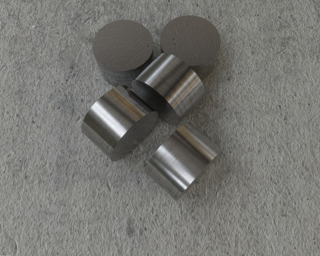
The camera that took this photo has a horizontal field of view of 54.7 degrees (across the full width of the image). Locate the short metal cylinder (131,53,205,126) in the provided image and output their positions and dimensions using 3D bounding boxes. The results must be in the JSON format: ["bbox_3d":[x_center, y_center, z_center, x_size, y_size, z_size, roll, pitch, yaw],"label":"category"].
[{"bbox_3d":[0.010,-0.048,0.397,0.080,0.080,0.050,39,75,13],"label":"short metal cylinder"}]

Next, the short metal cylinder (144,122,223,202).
[{"bbox_3d":[0.028,0.039,0.365,0.050,0.080,0.080,42,75,13],"label":"short metal cylinder"}]

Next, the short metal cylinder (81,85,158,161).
[{"bbox_3d":[-0.048,-0.005,0.380,0.050,0.080,0.080,41,75,13],"label":"short metal cylinder"}]

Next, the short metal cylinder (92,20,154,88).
[{"bbox_3d":[-0.049,-0.102,0.431,0.081,0.050,0.080,0,70,0],"label":"short metal cylinder"}]

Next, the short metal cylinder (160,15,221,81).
[{"bbox_3d":[0.040,-0.109,0.435,0.081,0.050,0.080,0,70,0],"label":"short metal cylinder"}]
